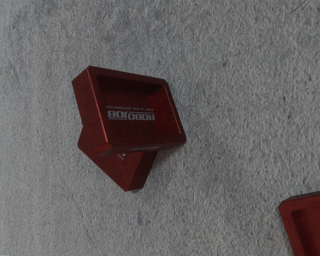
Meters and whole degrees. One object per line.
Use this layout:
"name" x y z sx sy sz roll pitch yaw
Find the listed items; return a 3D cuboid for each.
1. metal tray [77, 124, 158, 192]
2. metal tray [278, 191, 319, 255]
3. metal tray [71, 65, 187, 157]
"metal tray" -0.063 0.020 0.454 0.130 0.030 0.089 34 111 34
"metal tray" 0.168 0.117 0.262 0.090 0.030 0.129 -24 75 37
"metal tray" -0.030 -0.018 0.362 0.030 0.131 0.090 -29 72 36
